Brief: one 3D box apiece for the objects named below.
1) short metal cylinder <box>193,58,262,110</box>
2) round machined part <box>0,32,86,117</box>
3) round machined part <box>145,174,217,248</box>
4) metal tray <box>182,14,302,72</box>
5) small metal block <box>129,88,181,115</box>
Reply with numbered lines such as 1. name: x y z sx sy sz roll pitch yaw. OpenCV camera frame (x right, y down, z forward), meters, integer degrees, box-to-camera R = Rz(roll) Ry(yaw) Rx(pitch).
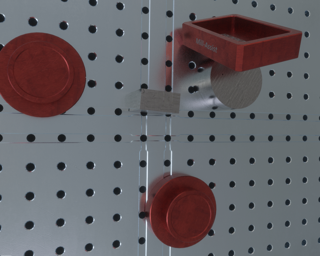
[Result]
1. short metal cylinder: 0.094 -0.065 0.434 0.081 0.050 0.079 0 90 -20
2. round machined part: -0.135 -0.061 0.354 0.099 0.042 0.097 0 90 -20
3. round machined part: 0.033 0.113 0.416 0.099 0.042 0.097 0 90 -20
4. metal tray: 0.097 -0.113 0.393 0.091 0.130 0.030 -16 124 -19
5. small metal block: -0.008 -0.033 0.397 0.050 0.050 0.025 5 89 -20
